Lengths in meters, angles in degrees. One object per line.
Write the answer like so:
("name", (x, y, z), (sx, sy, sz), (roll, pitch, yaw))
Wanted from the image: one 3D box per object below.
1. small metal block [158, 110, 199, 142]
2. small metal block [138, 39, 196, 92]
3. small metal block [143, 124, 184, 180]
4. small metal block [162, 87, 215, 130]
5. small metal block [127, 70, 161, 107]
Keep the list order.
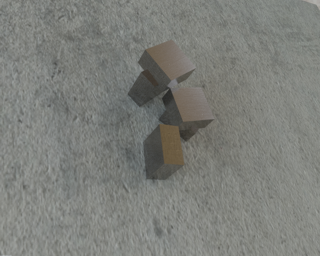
("small metal block", (0.034, -0.018, 0.435), (0.050, 0.025, 0.050), (38, 51, -3))
("small metal block", (0.009, -0.080, 0.395), (0.050, 0.025, 0.050), (-33, 80, -38))
("small metal block", (0.003, 0.030, 0.372), (0.025, 0.050, 0.050), (7, 59, -25))
("small metal block", (0.037, -0.026, 0.409), (0.050, 0.025, 0.050), (-6, 65, -31))
("small metal block", (-0.010, -0.061, 0.421), (0.025, 0.050, 0.050), (48, 51, 5))
